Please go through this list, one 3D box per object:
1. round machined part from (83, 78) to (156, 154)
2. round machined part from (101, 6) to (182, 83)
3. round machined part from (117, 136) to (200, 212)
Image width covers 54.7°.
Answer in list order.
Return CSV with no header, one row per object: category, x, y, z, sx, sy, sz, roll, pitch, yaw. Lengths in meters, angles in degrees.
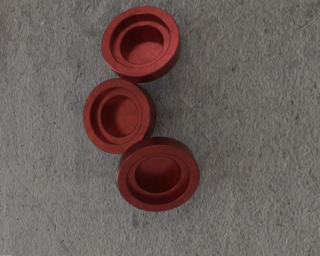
round machined part,-0.050,-0.015,0.417,0.098,0.042,0.097,0,89,21
round machined part,-0.021,-0.102,0.398,0.098,0.042,0.098,-3,74,10
round machined part,-0.003,0.053,0.385,0.099,0.042,0.097,-3,117,-5
